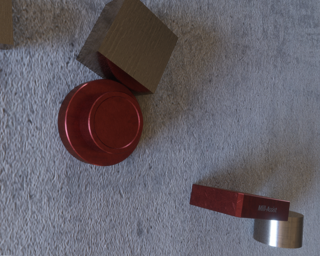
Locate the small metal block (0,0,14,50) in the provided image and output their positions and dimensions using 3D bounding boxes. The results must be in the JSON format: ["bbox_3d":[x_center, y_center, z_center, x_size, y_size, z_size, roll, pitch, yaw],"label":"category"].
[{"bbox_3d":[-0.160,-0.098,0.271,0.050,0.025,0.050,-3,92,-40],"label":"small metal block"}]

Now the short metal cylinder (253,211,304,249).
[{"bbox_3d":[0.207,0.173,0.542,0.081,0.080,0.050,8,85,-40],"label":"short metal cylinder"}]

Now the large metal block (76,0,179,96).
[{"bbox_3d":[-0.035,-0.093,0.358,0.080,0.050,0.080,35,69,-35],"label":"large metal block"}]

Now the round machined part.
[{"bbox_3d":[-0.058,-0.006,0.345,0.099,0.042,0.097,0,90,-40],"label":"round machined part"}]

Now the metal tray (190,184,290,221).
[{"bbox_3d":[0.120,0.112,0.462,0.131,0.090,0.030,17,79,-39],"label":"metal tray"}]
